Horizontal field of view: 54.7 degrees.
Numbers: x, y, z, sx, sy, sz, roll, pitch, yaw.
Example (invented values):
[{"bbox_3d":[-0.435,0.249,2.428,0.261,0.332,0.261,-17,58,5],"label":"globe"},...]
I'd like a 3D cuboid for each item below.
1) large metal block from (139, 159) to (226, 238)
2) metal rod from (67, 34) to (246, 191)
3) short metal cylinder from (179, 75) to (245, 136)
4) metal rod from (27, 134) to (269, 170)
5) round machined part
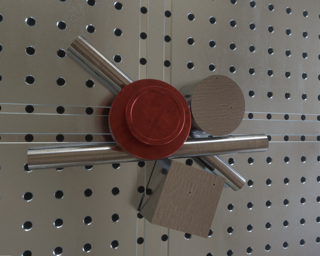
[{"bbox_3d":[0.029,0.089,0.409,0.080,0.050,0.080,21,83,-19],"label":"large metal block"},{"bbox_3d":[0.006,-0.011,0.416,0.300,0.025,0.025,40,77,-16],"label":"metal rod"},{"bbox_3d":[0.068,-0.029,0.425,0.081,0.050,0.079,0,90,-21],"label":"short metal cylinder"},{"bbox_3d":[-0.004,0.028,0.392,0.302,0.025,0.025,-3,91,-13],"label":"metal rod"},{"bbox_3d":[-0.009,-0.011,0.365,0.099,0.042,0.097,2,81,-14],"label":"round machined part"}]
